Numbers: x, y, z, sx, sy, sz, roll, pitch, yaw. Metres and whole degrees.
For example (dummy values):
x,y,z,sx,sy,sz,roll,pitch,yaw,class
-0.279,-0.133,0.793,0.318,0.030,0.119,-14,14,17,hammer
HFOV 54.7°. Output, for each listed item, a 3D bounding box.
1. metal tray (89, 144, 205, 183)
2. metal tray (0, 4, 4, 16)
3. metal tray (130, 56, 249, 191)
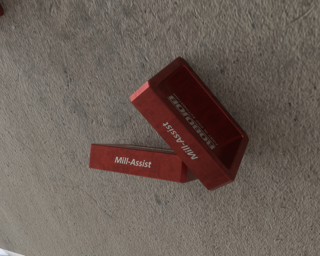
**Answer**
x,y,z,sx,sy,sz,roll,pitch,yaw,class
-0.012,0.041,0.395,0.130,0.090,0.030,5,89,26,metal tray
-0.285,-0.205,0.426,0.090,0.030,0.129,-8,115,31,metal tray
0.038,-0.008,0.339,0.130,0.090,0.030,49,128,-7,metal tray
